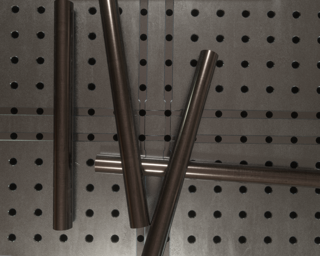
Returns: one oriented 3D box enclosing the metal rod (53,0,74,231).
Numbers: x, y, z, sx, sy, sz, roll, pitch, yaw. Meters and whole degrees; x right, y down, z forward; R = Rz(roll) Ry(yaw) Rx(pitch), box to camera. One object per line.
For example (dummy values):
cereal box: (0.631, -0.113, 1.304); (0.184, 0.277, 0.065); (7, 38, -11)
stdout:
metal rod: (-0.128, -0.017, 0.411); (0.025, 0.025, 0.298); (0, 90, -1)

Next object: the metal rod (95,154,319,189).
metal rod: (0.066, 0.058, 0.414); (0.302, 0.025, 0.025); (4, 90, -1)

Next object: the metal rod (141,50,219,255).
metal rod: (0.024, 0.042, 0.389); (0.025, 0.025, 0.299); (17, 80, -1)

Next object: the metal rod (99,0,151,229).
metal rod: (-0.047, -0.027, 0.395); (0.025, 0.025, 0.298); (-9, 83, 0)
